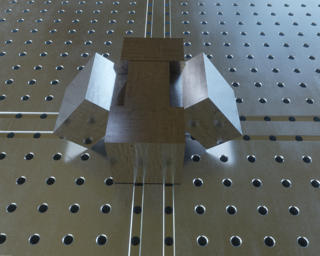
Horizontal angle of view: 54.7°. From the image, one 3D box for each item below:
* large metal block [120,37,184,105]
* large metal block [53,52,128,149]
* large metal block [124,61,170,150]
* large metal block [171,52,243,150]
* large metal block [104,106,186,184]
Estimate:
[{"bbox_3d":[-0.009,-0.079,0.436,0.081,0.080,0.050,1,50,0],"label":"large metal block"},{"bbox_3d":[-0.085,-0.033,0.390,0.050,0.080,0.080,28,43,-29],"label":"large metal block"},{"bbox_3d":[-0.014,-0.028,0.394,0.050,0.080,0.080,1,50,0],"label":"large metal block"},{"bbox_3d":[0.057,-0.033,0.389,0.050,0.080,0.080,-26,43,28],"label":"large metal block"},{"bbox_3d":[-0.015,0.021,0.353,0.081,0.080,0.050,1,50,0],"label":"large metal block"}]
